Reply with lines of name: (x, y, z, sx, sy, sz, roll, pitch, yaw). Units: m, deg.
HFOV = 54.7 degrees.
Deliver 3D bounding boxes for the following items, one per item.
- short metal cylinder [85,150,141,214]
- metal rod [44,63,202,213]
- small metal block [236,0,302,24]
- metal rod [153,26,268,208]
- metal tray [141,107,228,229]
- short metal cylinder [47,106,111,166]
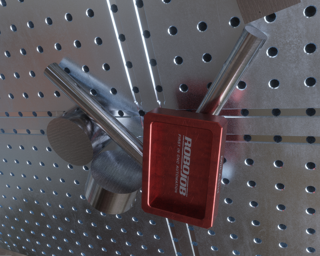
short metal cylinder: (-0.067, 0.079, 0.458, 0.080, 0.080, 0.050, 30, 128, 8)
metal rod: (-0.045, 0.018, 0.421, 0.300, 0.025, 0.025, 43, 129, 7)
small metal block: (0.095, -0.130, 0.280, 0.050, 0.025, 0.050, -14, 112, 33)
metal rod: (0.041, 0.011, 0.395, 0.025, 0.025, 0.298, 32, 128, 7)
metal tray: (0.026, 0.046, 0.366, 0.090, 0.030, 0.129, 9, 108, 21)
short metal cylinder: (-0.119, 0.009, 0.461, 0.080, 0.050, 0.079, 13, 124, 20)
